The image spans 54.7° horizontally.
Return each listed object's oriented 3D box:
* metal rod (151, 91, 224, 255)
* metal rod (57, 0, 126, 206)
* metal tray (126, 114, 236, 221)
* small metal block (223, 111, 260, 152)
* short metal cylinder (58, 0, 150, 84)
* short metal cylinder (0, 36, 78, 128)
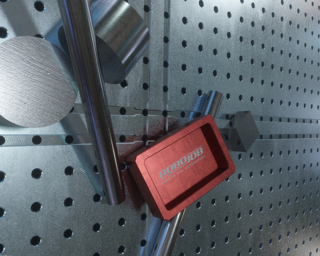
[{"bbox_3d":[0.036,0.081,0.441,0.025,0.025,0.299,34,69,-35],"label":"metal rod"},{"bbox_3d":[-0.065,-0.044,0.292,0.025,0.025,0.298,-31,129,-36],"label":"metal rod"},{"bbox_3d":[0.032,0.049,0.410,0.131,0.030,0.090,-29,97,-27],"label":"metal tray"},{"bbox_3d":[0.141,0.006,0.530,0.050,0.025,0.050,-44,117,-31],"label":"small metal block"},{"bbox_3d":[-0.058,-0.092,0.326,0.080,0.080,0.050,47,62,-31],"label":"short metal cylinder"},{"bbox_3d":[-0.125,-0.040,0.289,0.081,0.050,0.079,0,90,-40],"label":"short metal cylinder"}]
